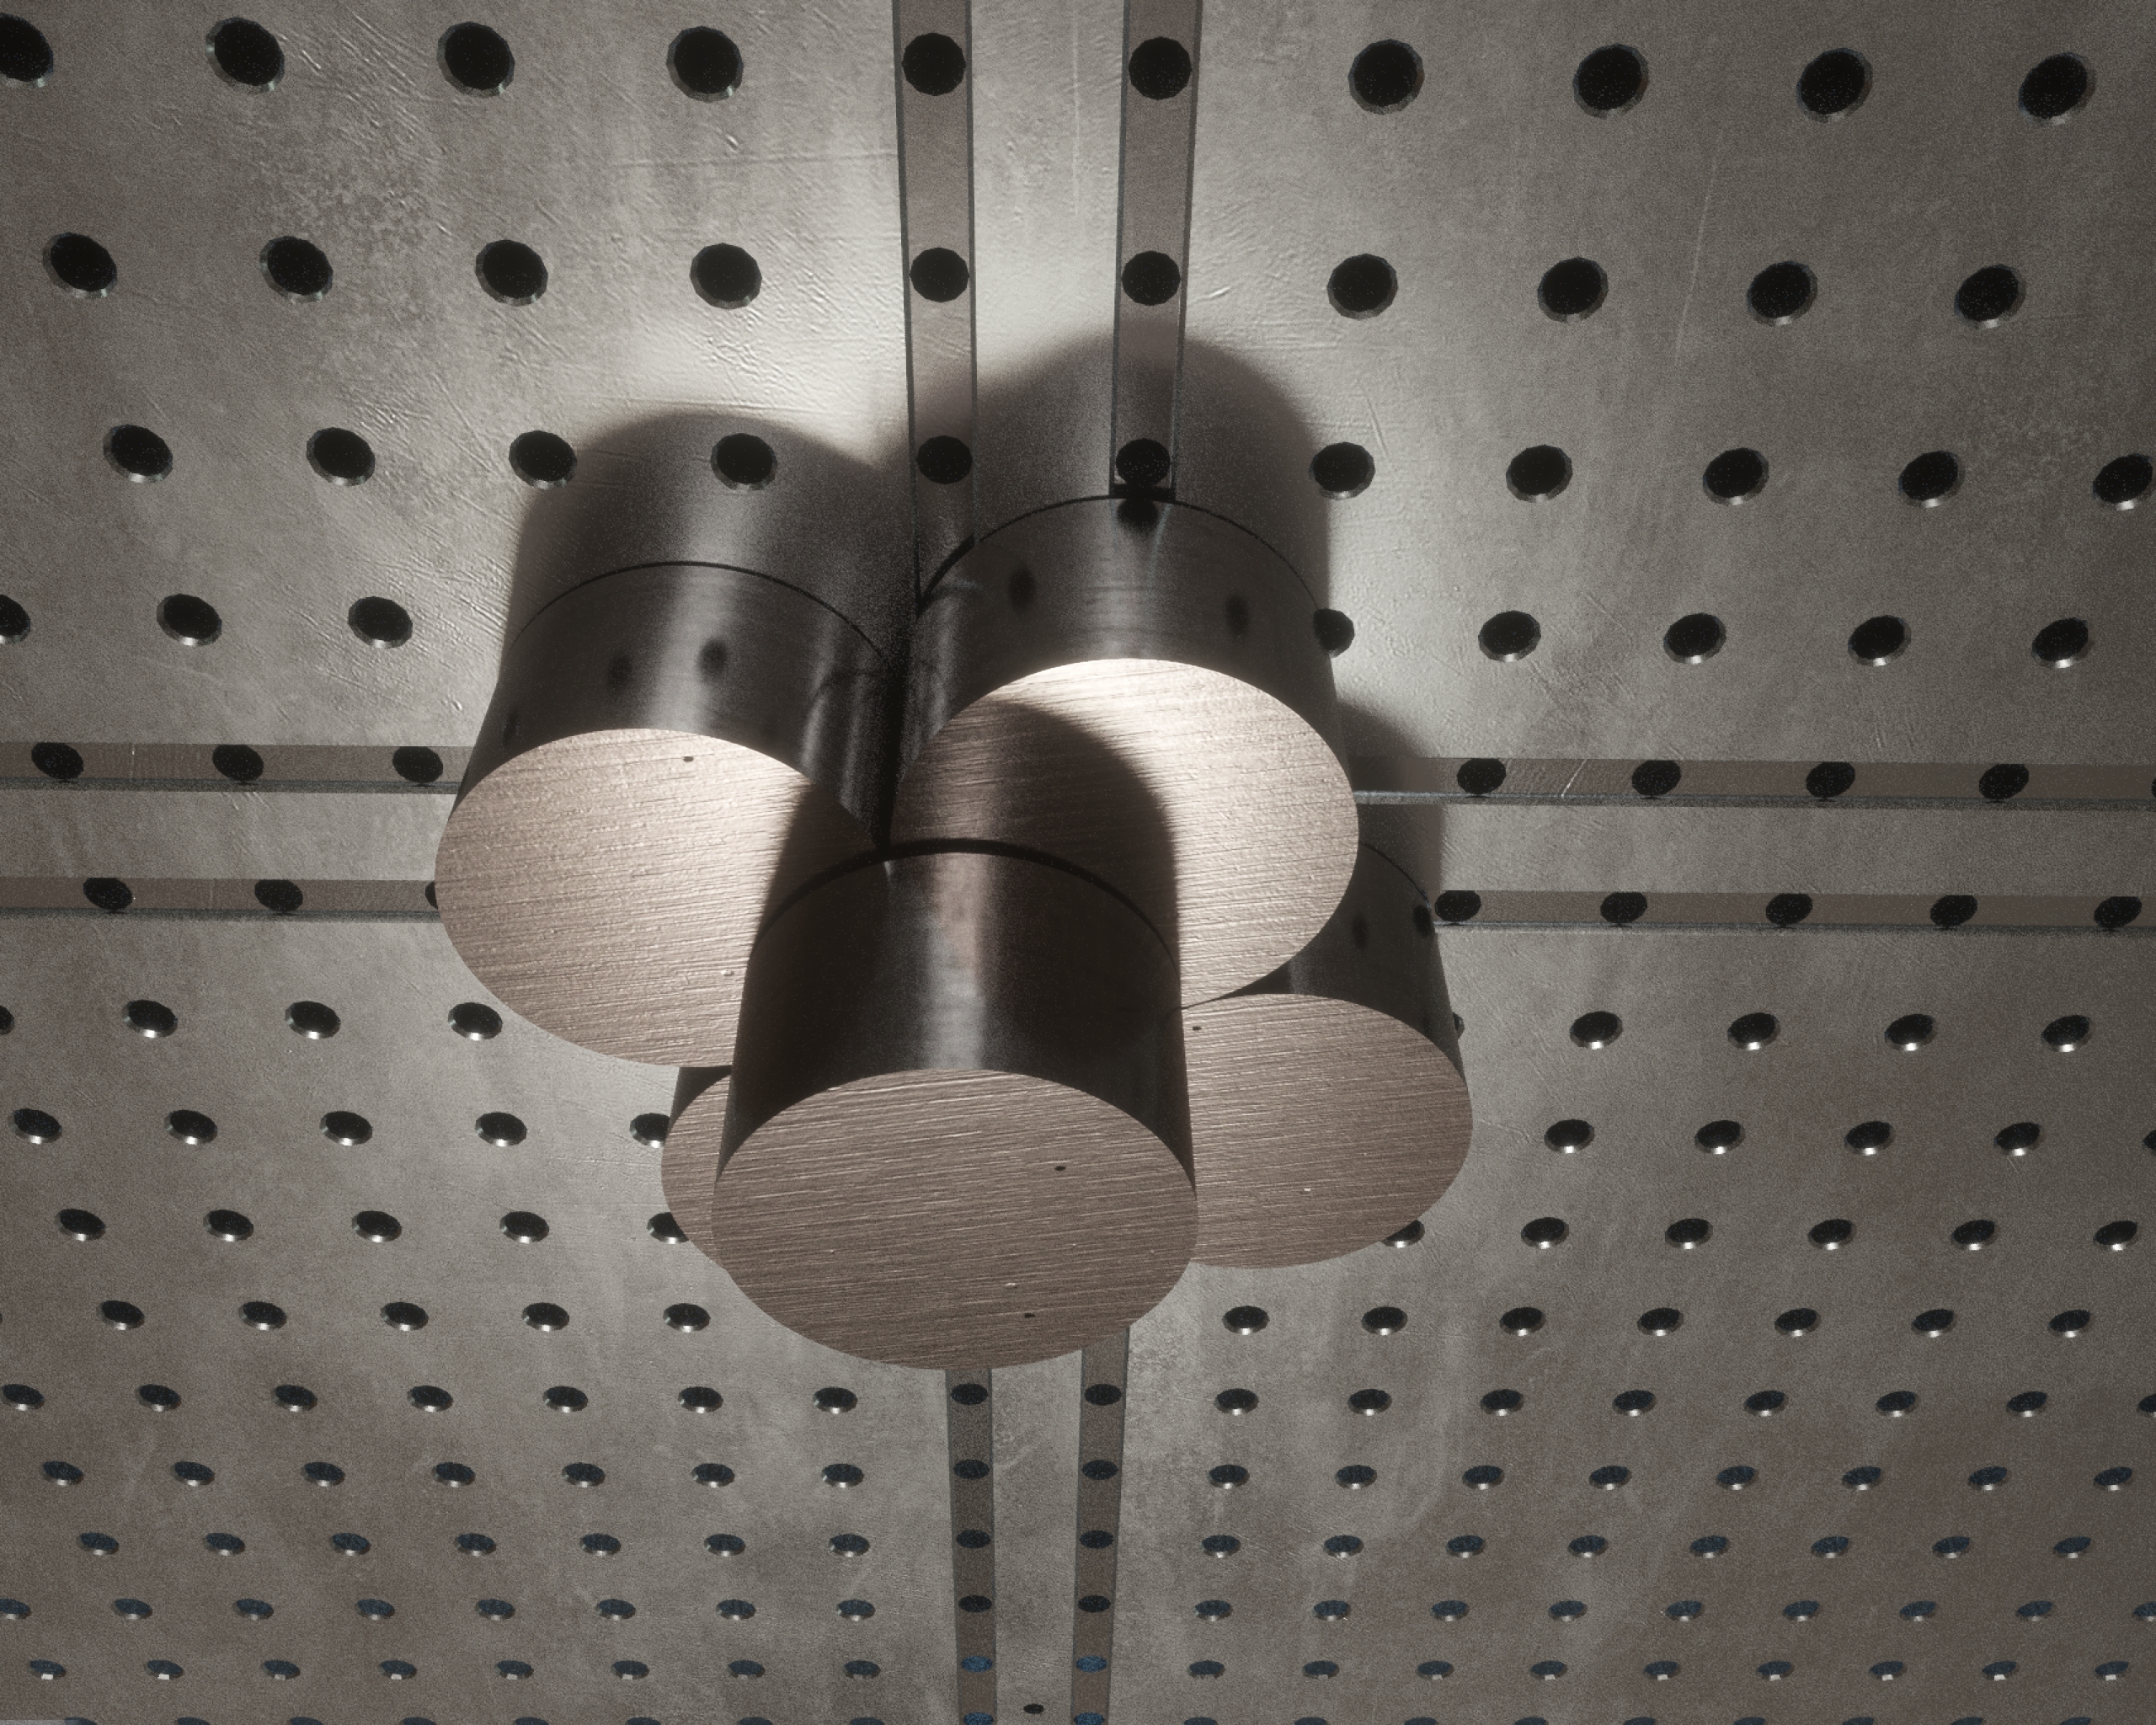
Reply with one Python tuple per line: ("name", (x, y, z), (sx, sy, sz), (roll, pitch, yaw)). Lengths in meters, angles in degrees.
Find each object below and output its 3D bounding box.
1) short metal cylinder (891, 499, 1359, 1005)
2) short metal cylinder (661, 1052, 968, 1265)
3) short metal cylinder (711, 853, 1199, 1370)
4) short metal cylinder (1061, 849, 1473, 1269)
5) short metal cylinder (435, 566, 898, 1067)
("short metal cylinder", (0.008, -0.018, 0.379), (0.081, 0.050, 0.079), (0, 130, 0))
("short metal cylinder", (-0.043, 0.049, 0.435), (0.081, 0.050, 0.079), (0, 130, 0))
("short metal cylinder", (-0.021, 0.045, 0.365), (0.081, 0.050, 0.079), (-1, 132, -1))
("short metal cylinder", (0.037, 0.038, 0.428), (0.081, 0.050, 0.079), (0, 130, 0))
("short metal cylinder", (-0.072, -0.008, 0.387), (0.081, 0.050, 0.079), (0, 130, 0))
